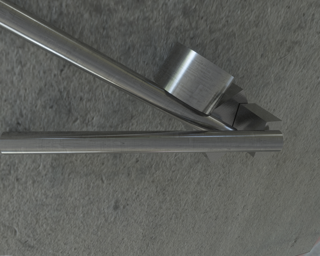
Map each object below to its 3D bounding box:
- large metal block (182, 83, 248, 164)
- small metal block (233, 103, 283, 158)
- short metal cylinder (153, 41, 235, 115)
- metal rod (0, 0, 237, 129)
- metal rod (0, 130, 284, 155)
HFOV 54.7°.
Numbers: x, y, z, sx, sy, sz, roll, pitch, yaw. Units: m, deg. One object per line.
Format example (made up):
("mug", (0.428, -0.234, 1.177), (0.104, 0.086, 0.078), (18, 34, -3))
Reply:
("large metal block", (0.078, -0.011, 0.428), (0.080, 0.050, 0.080), (-35, 129, -4))
("small metal block", (0.120, 0.002, 0.392), (0.025, 0.050, 0.050), (-4, 121, -26))
("short metal cylinder", (0.040, -0.058, 0.362), (0.080, 0.080, 0.050), (23, 106, -37))
("metal rod", (-0.032, -0.049, 0.324), (0.302, 0.025, 0.025), (26, 104, -26))
("metal rod", (-0.015, 0.015, 0.342), (0.302, 0.025, 0.025), (0, 121, -5))
